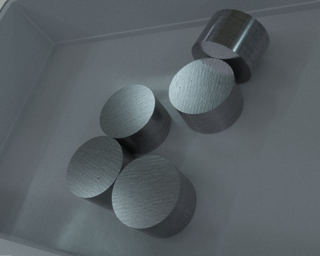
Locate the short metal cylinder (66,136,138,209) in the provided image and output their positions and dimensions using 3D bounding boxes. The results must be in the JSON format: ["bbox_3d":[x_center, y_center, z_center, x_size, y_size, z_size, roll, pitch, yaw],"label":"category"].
[{"bbox_3d":[-0.069,0.057,0.391,0.080,0.050,0.080,-13,56,21],"label":"short metal cylinder"}]

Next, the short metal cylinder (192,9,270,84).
[{"bbox_3d":[0.087,-0.099,0.386,0.080,0.080,0.050,22,74,36],"label":"short metal cylinder"}]

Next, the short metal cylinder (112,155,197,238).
[{"bbox_3d":[-0.006,0.077,0.346,0.080,0.050,0.080,-13,56,21],"label":"short metal cylinder"}]

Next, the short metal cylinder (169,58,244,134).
[{"bbox_3d":[0.058,-0.039,0.383,0.080,0.050,0.080,-13,56,21],"label":"short metal cylinder"}]

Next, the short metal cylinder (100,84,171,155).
[{"bbox_3d":[-0.032,-0.011,0.413,0.080,0.050,0.080,-13,56,21],"label":"short metal cylinder"}]
